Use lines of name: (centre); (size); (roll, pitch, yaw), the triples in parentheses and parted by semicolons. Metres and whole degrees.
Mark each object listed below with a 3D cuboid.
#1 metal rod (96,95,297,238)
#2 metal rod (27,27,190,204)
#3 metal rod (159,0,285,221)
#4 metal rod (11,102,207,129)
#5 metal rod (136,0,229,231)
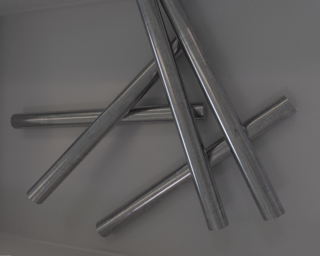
metal rod: (0.034, 0.058, 0.398); (0.300, 0.025, 0.025); (-37, 79, 16)
metal rod: (-0.062, -0.016, 0.403); (0.025, 0.025, 0.300); (44, 93, 14)
metal rod: (0.064, -0.039, 0.359); (0.025, 0.025, 0.299); (-27, 82, 18)
metal rod: (-0.085, -0.016, 0.440); (0.301, 0.025, 0.025); (-2, 89, 19)
metal rod: (0.024, -0.027, 0.369); (0.025, 0.025, 0.299); (-18, 87, 19)
